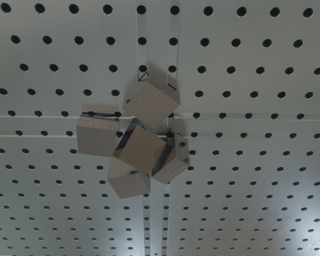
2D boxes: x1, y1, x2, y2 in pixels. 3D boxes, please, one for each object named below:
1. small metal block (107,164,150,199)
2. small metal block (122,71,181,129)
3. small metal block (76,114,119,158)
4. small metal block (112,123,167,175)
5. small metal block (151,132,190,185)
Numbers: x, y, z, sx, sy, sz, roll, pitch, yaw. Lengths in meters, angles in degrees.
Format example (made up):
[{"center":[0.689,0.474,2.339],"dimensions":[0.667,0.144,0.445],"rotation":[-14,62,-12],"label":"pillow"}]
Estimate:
[{"center":[-0.047,0.081,0.480],"dimensions":[0.050,0.025,0.050],"rotation":[-14,129,11],"label":"small metal block"},{"center":[-0.010,-0.033,0.383],"dimensions":[0.050,0.025,0.050],"rotation":[32,123,-25],"label":"small metal block"},{"center":[-0.083,0.011,0.418],"dimensions":[0.050,0.025,0.050],"rotation":[7,130,-1],"label":"small metal block"},{"center":[-0.027,0.028,0.418],"dimensions":[0.050,0.025,0.050],"rotation":[32,82,-25],"label":"small metal block"},{"center":[0.014,0.042,0.431],"dimensions":[0.025,0.050,0.050],"rotation":[32,123,-24],"label":"small metal block"}]
